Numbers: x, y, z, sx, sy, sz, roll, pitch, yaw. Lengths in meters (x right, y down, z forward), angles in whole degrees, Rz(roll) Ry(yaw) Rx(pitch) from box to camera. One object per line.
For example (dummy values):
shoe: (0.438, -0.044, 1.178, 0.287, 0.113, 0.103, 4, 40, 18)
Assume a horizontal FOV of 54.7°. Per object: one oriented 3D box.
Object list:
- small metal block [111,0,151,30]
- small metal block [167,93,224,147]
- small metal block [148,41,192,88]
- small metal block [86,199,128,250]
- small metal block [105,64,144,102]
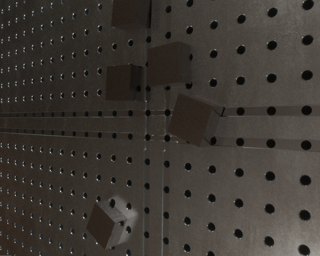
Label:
small metal block: (-0.041, -0.170, 0.441, 0.050, 0.025, 0.050, 9, 95, 39)
small metal block: (0.042, -0.010, 0.373, 0.050, 0.025, 0.050, 26, 106, 36)
small metal block: (0.012, -0.079, 0.398, 0.050, 0.025, 0.050, -2, 88, 39)
small metal block: (-0.082, 0.147, 0.475, 0.050, 0.025, 0.050, 33, 110, 34)
small metal block: (-0.052, -0.064, 0.450, 0.050, 0.025, 0.050, 5, 93, 39)
